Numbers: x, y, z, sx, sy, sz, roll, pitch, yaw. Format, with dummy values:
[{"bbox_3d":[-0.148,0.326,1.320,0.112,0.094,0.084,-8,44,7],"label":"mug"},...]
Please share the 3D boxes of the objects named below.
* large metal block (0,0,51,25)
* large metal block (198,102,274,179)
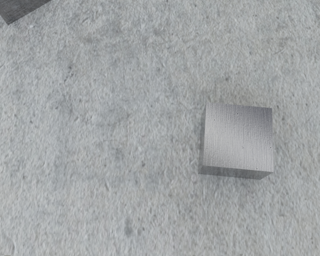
[{"bbox_3d":[-0.228,-0.219,0.472,0.080,0.050,0.080,-37,75,-13],"label":"large metal block"},{"bbox_3d":[0.093,0.018,0.390,0.080,0.050,0.080,5,70,1],"label":"large metal block"}]
